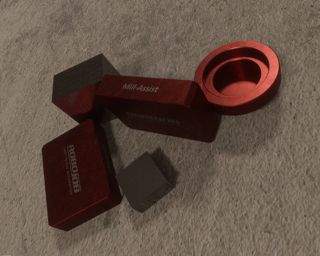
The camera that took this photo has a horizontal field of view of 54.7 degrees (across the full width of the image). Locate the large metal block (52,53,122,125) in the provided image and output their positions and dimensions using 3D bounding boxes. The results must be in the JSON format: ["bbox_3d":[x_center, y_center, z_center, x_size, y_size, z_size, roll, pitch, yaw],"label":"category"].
[{"bbox_3d":[-0.095,-0.049,0.447,0.080,0.080,0.050,-21,54,16],"label":"large metal block"}]

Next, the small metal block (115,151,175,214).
[{"bbox_3d":[-0.019,0.065,0.373,0.050,0.025,0.050,-39,51,1],"label":"small metal block"}]

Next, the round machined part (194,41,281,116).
[{"bbox_3d":[0.095,-0.055,0.375,0.098,0.042,0.098,-13,54,19],"label":"round machined part"}]

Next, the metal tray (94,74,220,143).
[{"bbox_3d":[-0.003,-0.024,0.377,0.130,0.090,0.030,10,67,32],"label":"metal tray"}]

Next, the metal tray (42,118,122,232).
[{"bbox_3d":[-0.110,0.060,0.420,0.090,0.030,0.130,-29,52,9],"label":"metal tray"}]
